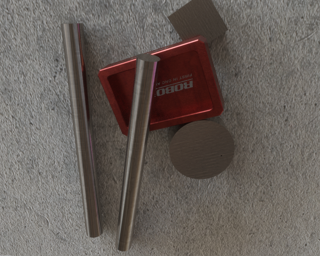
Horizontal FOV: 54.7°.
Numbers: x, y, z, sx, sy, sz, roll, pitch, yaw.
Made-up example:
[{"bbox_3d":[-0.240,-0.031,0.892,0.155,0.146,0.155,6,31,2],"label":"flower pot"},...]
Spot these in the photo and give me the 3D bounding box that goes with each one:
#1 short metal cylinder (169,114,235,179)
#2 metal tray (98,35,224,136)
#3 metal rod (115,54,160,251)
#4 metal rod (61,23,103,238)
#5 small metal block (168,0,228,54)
[{"bbox_3d":[0.052,0.019,0.404,0.081,0.050,0.079,0,110,0],"label":"short metal cylinder"},{"bbox_3d":[0.002,-0.047,0.373,0.130,0.030,0.090,-13,111,18],"label":"metal tray"},{"bbox_3d":[-0.034,0.053,0.400,0.025,0.025,0.298,8,121,-3],"label":"metal rod"},{"bbox_3d":[-0.101,0.017,0.414,0.025,0.025,0.298,-1,110,0],"label":"metal rod"},{"bbox_3d":[0.044,-0.123,0.365,0.050,0.025,0.050,-32,107,11],"label":"small metal block"}]
